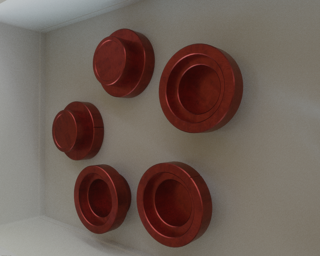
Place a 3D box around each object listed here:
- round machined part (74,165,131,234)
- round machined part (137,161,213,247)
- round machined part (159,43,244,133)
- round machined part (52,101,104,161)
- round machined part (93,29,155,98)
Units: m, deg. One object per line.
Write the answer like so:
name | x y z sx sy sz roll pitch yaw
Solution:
round machined part | -0.081 0.103 0.460 0.098 0.042 0.097 0 90 39
round machined part | 0.021 0.089 0.377 0.098 0.042 0.097 0 90 39
round machined part | 0.050 -0.043 0.353 0.098 0.042 0.097 0 90 39
round machined part | -0.140 0.005 0.508 0.098 0.042 0.097 0 90 39
round machined part | -0.058 -0.093 0.441 0.098 0.042 0.097 0 90 39
